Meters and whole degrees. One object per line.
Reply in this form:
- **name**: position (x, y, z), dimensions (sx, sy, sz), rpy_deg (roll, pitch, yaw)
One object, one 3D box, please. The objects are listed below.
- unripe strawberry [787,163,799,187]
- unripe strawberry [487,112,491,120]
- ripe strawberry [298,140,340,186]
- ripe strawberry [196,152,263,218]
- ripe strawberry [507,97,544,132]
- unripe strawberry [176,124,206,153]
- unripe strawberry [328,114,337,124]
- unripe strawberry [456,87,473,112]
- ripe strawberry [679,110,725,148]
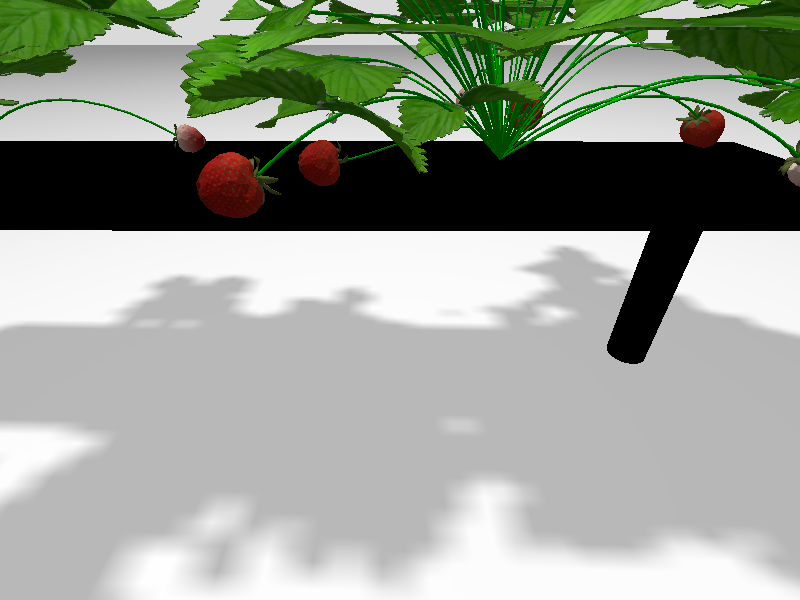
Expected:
- **unripe strawberry**: position (0.288, -0.091, 0.273), dimensions (0.032, 0.031, 0.030), rpy_deg (22, 38, 8)
- **unripe strawberry**: position (0.105, -0.216, 0.470), dimensions (0.009, 0.010, 0.010), rpy_deg (4, 34, 6)
- **ripe strawberry**: position (-0.056, -0.093, 0.275), dimensions (0.028, 0.030, 0.026), rpy_deg (-16, 37, -21)
- **ripe strawberry**: position (-0.096, -0.063, 0.225), dimensions (0.034, 0.035, 0.031), rpy_deg (-30, 43, -22)
- **ripe strawberry**: position (0.137, -0.206, 0.437), dimensions (0.038, 0.040, 0.041), rpy_deg (13, 35, 18)
- **unripe strawberry**: position (-0.183, -0.141, 0.351), dimensions (0.022, 0.023, 0.020), rpy_deg (6, 33, -11)
- **unripe strawberry**: position (-0.071, -0.192, 0.423), dimensions (0.010, 0.010, 0.011), rpy_deg (21, 39, 28)
- **unripe strawberry**: position (0.087, -0.264, 0.528), dimensions (0.026, 0.030, 0.028), rpy_deg (0, 22, 0)
- **ripe strawberry**: position (0.277, -0.155, 0.365), dimensions (0.035, 0.030, 0.035), rpy_deg (31, 22, -29)
